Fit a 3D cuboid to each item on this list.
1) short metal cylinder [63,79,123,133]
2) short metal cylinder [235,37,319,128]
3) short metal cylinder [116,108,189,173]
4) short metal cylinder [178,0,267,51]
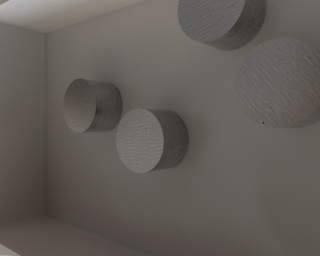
[{"bbox_3d":[-0.104,-0.033,0.477,0.080,0.050,0.080,0,90,40],"label":"short metal cylinder"},{"bbox_3d":[0.119,-0.040,0.292,0.080,0.050,0.080,0,90,40],"label":"short metal cylinder"},{"bbox_3d":[-0.010,0.015,0.399,0.080,0.050,0.080,0,90,40],"label":"short metal cylinder"},{"bbox_3d":[0.066,-0.128,0.336,0.080,0.050,0.080,0,90,40],"label":"short metal cylinder"}]
